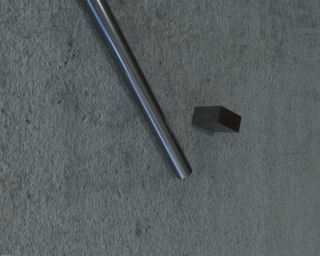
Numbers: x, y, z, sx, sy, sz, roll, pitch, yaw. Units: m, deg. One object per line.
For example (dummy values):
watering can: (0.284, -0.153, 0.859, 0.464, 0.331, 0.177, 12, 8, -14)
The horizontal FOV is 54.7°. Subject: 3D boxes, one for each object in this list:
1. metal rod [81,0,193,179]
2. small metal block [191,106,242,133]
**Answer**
metal rod: (-0.030, -0.060, 0.380, 0.025, 0.025, 0.299, -42, 116, -32)
small metal block: (0.084, -0.012, 0.462, 0.050, 0.050, 0.025, 21, 77, -38)
